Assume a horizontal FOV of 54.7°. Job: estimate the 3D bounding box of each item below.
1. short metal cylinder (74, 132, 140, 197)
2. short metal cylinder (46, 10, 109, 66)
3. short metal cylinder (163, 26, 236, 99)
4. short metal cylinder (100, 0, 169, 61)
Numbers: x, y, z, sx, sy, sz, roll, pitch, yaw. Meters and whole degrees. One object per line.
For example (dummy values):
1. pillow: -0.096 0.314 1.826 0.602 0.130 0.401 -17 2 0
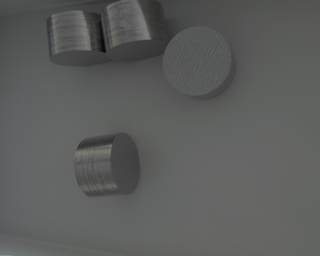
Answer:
1. short metal cylinder: -0.066 0.048 0.404 0.050 0.080 0.080 -9 87 19
2. short metal cylinder: -0.109 -0.118 0.418 0.080 0.080 0.050 -6 88 19
3. short metal cylinder: 0.050 -0.077 0.379 0.080 0.050 0.079 0 90 19
4. short metal cylinder: -0.032 -0.121 0.392 0.080 0.080 0.050 -10 87 19
